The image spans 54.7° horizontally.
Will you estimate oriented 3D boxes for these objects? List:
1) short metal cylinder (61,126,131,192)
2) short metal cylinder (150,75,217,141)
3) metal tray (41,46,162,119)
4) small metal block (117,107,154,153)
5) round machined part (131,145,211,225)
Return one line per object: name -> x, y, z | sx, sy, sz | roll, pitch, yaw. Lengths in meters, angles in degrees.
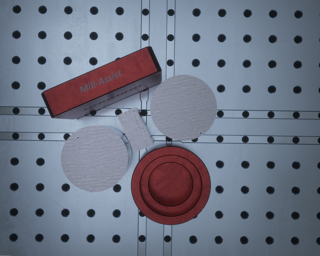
short metal cylinder -> -0.079, 0.037, 0.396 | 0.081, 0.050, 0.079 | 0, 90, 0
short metal cylinder -> 0.028, -0.025, 0.397 | 0.081, 0.050, 0.079 | 0, 90, 0
metal tray -> -0.063, -0.050, 0.376 | 0.131, 0.090, 0.030 | -23, 90, 0
small metal block -> -0.030, 0.002, 0.396 | 0.025, 0.050, 0.050 | -25, 90, 0
round machined part -> 0.014, 0.071, 0.401 | 0.099, 0.042, 0.097 | 0, 90, 0
